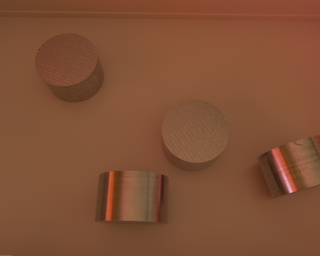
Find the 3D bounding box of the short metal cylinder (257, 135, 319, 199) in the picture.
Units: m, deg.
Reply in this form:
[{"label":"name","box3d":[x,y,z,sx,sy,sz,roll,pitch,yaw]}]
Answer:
[{"label":"short metal cylinder","box3d":[0.163,0.047,0.364,0.081,0.080,0.050,-14,71,-5]}]

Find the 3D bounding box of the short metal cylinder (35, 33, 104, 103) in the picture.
[{"label":"short metal cylinder","box3d":[-0.121,-0.081,0.425,0.081,0.050,0.080,0,70,0]}]

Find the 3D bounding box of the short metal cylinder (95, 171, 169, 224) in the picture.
[{"label":"short metal cylinder","box3d":[-0.031,0.081,0.350,0.080,0.080,0.050,1,70,0]}]

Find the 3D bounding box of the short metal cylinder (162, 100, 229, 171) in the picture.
[{"label":"short metal cylinder","box3d":[0.042,0.011,0.392,0.081,0.050,0.080,0,70,0]}]
